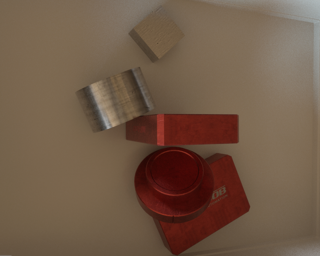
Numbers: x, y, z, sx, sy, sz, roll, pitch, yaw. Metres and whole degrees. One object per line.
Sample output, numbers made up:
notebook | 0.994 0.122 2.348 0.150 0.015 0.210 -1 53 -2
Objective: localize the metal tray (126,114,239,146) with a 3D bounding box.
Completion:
metal tray | 0.019 0.001 0.363 0.091 0.130 0.030 -1 91 -20

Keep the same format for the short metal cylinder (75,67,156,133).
short metal cylinder | -0.051 -0.033 0.363 0.081 0.080 0.050 -25 99 -19

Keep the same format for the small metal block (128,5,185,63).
small metal block | -0.004 -0.124 0.410 0.050 0.025 0.050 -45 105 -15

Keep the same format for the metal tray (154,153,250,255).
metal tray | 0.053 0.101 0.429 0.131 0.030 0.090 -24 98 -19

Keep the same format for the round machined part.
round machined part | 0.018 0.062 0.380 0.099 0.042 0.098 0 50 1
